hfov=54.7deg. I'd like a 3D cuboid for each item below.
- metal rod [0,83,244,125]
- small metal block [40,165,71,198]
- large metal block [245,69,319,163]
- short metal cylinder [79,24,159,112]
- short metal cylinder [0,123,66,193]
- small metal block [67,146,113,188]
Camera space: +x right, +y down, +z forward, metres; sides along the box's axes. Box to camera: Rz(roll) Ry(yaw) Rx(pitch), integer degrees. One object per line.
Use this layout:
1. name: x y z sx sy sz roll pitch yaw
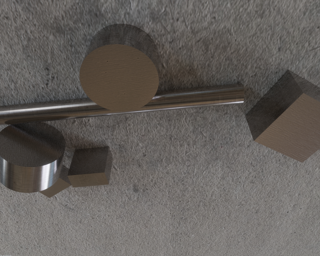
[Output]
1. metal rod: -0.052 -0.029 0.381 0.302 0.025 0.025 -5 130 3
2. small metal block: -0.168 0.074 0.468 0.050 0.025 0.050 -31 124 23
3. large metal block: 0.168 -0.012 0.383 0.080 0.050 0.080 23 126 -19
4. short metal cylinder: -0.041 -0.065 0.335 0.081 0.050 0.079 0 130 0
5. short metal cylinder: -0.166 0.036 0.399 0.081 0.080 0.050 13 129 -12
6. small metal block: -0.096 0.054 0.436 0.050 0.050 0.025 -6 130 4
